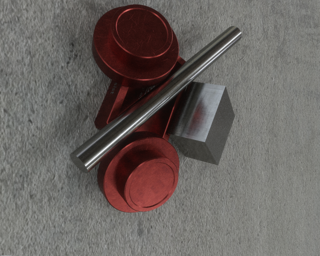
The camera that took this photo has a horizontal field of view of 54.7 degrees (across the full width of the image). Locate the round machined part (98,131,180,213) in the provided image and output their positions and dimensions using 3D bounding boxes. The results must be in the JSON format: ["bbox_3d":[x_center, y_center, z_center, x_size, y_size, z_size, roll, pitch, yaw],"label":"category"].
[{"bbox_3d":[-0.018,0.056,0.358,0.099,0.042,0.097,-13,117,-27],"label":"round machined part"}]

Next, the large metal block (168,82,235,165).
[{"bbox_3d":[0.060,-0.005,0.421,0.080,0.050,0.080,-67,151,-19],"label":"large metal block"}]

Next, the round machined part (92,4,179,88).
[{"bbox_3d":[-0.024,-0.098,0.348,0.099,0.042,0.098,6,69,-16],"label":"round machined part"}]

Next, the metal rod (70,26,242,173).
[{"bbox_3d":[0.015,-0.052,0.380,0.302,0.025,0.025,-43,116,-32],"label":"metal rod"}]

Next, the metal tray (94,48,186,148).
[{"bbox_3d":[-0.016,-0.042,0.389,0.090,0.030,0.130,31,71,-36],"label":"metal tray"}]
